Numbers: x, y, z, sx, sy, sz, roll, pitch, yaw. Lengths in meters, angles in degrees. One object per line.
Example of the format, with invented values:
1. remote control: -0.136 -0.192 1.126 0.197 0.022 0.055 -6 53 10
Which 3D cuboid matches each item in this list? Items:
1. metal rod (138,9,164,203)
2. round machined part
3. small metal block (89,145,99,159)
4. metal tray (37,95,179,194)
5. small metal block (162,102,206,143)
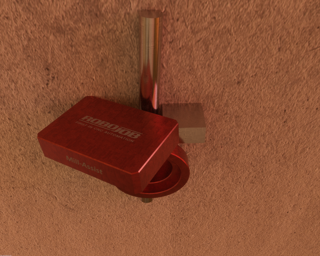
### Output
1. metal rod: -0.015 -0.002 0.407 0.025 0.025 0.298 2 130 -2
2. round machined part: -0.013 0.046 0.400 0.099 0.042 0.097 -2 134 -2
3. small metal block: -0.073 0.016 0.405 0.050 0.050 0.025 -15 129 12
4. metal tray: -0.056 0.012 0.345 0.130 0.090 0.030 17 133 24
5. small metal block: 0.029 -0.007 0.387 0.050 0.050 0.025 -1 130 0
